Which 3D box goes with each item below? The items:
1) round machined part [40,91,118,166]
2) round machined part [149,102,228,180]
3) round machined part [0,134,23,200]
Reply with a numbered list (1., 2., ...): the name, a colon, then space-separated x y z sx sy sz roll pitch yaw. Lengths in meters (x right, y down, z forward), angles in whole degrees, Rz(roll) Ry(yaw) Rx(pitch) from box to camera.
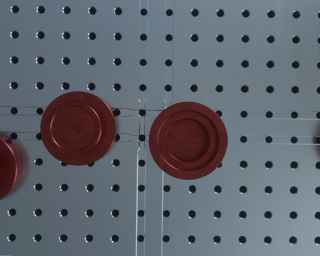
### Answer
1. round machined part: -0.107 0.001 0.404 0.099 0.042 0.097 0 90 -1
2. round machined part: 0.035 0.016 0.405 0.099 0.042 0.097 0 90 -1
3. round machined part: -0.236 0.053 0.402 0.099 0.042 0.097 0 90 -1
